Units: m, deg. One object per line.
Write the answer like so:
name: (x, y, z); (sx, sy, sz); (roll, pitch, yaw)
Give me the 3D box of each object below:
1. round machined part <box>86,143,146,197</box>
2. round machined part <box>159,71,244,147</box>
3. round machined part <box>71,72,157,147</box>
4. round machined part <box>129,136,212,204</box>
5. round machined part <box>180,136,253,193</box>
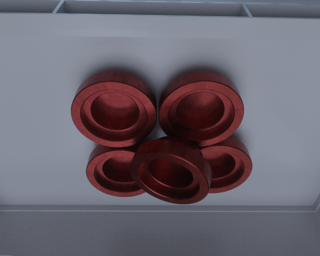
round machined part: (-0.052, 0.051, 0.439); (0.099, 0.042, 0.097); (-1, 130, 0)
round machined part: (0.047, -0.026, 0.374); (0.099, 0.042, 0.097); (-1, 130, 0)
round machined part: (-0.053, -0.026, 0.373); (0.099, 0.042, 0.097); (-1, 130, 0)
round machined part: (0.016, 0.048, 0.381); (0.098, 0.042, 0.097); (13, 137, 13)
round machined part: (0.076, 0.045, 0.435); (0.099, 0.042, 0.097); (-1, 130, 0)
